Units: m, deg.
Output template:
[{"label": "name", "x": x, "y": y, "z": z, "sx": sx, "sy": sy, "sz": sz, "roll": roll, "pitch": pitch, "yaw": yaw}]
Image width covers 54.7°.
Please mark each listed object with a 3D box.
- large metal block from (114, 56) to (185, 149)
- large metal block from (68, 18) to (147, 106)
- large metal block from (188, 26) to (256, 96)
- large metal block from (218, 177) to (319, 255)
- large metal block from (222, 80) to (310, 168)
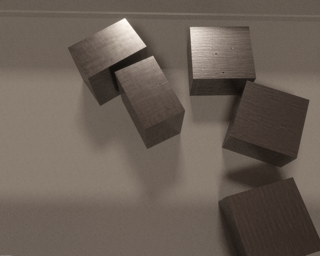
[{"label": "large metal block", "x": -0.013, "y": -0.029, "z": 0.391, "sx": 0.050, "sy": 0.080, "sz": 0.080, "roll": -26, "pitch": 72, "yaw": -9}, {"label": "large metal block", "x": -0.064, "y": -0.084, "z": 0.410, "sx": 0.080, "sy": 0.080, "sz": 0.050, "roll": -32, "pitch": 74, "yaw": -11}, {"label": "large metal block", "x": 0.082, "y": -0.092, "z": 0.431, "sx": 0.081, "sy": 0.050, "sz": 0.080, "roll": -1, "pitch": 70, "yaw": -1}, {"label": "large metal block", "x": 0.123, "y": 0.110, "z": 0.358, "sx": 0.081, "sy": 0.050, "sz": 0.080, "roll": -15, "pitch": 71, "yaw": -6}, {"label": "large metal block", "x": 0.134, "y": -0.004, "z": 0.400, "sx": 0.080, "sy": 0.050, "sz": 0.080, "roll": 19, "pitch": 71, "yaw": 6}]
